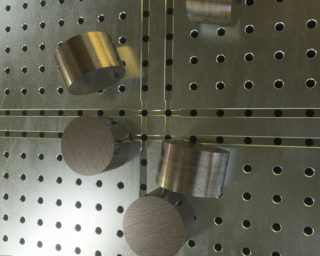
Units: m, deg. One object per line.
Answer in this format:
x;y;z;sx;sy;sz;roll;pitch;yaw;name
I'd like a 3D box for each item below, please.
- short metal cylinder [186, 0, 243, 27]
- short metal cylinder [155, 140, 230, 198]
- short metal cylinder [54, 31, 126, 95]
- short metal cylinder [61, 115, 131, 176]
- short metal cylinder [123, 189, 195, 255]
0.068;-0.161;0.359;0.050;0.080;0.079;14;95;19;short metal cylinder
0.038;0.046;0.369;0.080;0.080;0.050;11;94;19;short metal cylinder
-0.093;-0.084;0.415;0.080;0.080;0.050;-26;82;18;short metal cylinder
-0.088;0.023;0.429;0.080;0.050;0.079;0;90;19;short metal cylinder
0.000;0.122;0.399;0.080;0.050;0.079;0;90;19;short metal cylinder
